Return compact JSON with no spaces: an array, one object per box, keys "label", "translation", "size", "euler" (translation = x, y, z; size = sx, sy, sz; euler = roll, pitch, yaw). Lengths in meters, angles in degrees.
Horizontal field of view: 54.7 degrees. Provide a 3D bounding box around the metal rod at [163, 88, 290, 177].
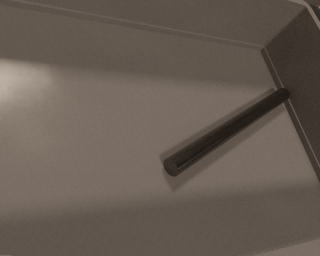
[{"label":"metal rod","translation":[0.120,-0.006,0.476],"size":[0.302,0.025,0.025],"euler":[-28,77,-37]}]
